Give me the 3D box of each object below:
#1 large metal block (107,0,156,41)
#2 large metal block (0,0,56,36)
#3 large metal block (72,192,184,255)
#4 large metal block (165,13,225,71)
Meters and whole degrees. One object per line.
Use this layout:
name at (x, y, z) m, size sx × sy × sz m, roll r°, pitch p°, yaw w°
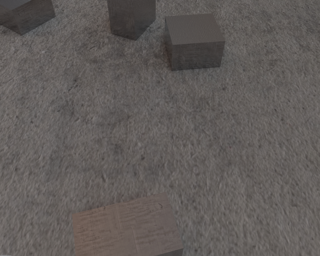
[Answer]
large metal block at (-0.048, -0.215, 0.548) m, size 0.050 × 0.080 × 0.080 m, roll 20°, pitch 53°, yaw 16°
large metal block at (-0.257, -0.224, 0.572) m, size 0.080 × 0.050 × 0.080 m, roll 29°, pitch 56°, yaw 22°
large metal block at (-0.027, 0.107, 0.277) m, size 0.081 × 0.080 × 0.050 m, roll -11°, pitch 51°, yaw -10°
large metal block at (0.053, -0.141, 0.507) m, size 0.081 × 0.050 × 0.080 m, roll -6°, pitch 50°, yaw -5°
